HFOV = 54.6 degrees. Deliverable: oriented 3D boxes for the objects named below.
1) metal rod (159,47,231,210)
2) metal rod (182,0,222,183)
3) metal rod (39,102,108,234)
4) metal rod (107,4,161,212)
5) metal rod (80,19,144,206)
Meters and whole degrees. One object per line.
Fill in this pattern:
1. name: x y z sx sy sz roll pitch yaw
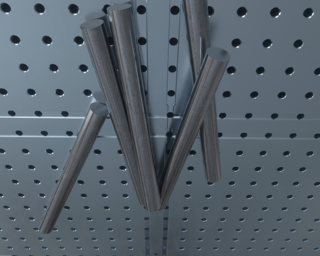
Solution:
1. metal rod: 0.028 0.027 0.413 0.025 0.025 0.298 9 136 -8
2. metal rod: 0.055 -0.038 0.379 0.025 0.025 0.299 -8 130 7
3. metal rod: -0.142 0.078 0.476 0.025 0.025 0.298 20 127 -17
4. metal rod: -0.026 0.000 0.395 0.025 0.025 0.298 -5 126 4
5. metal rod: -0.047 0.005 0.415 0.025 0.025 0.299 -7 130 6
